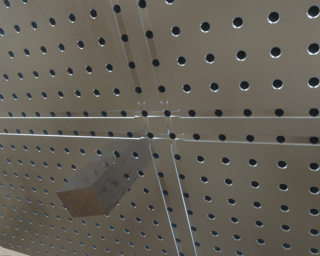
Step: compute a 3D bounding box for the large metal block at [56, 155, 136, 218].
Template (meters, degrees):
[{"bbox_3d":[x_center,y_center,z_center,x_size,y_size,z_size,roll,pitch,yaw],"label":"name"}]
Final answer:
[{"bbox_3d":[-0.098,0.091,0.484,0.080,0.080,0.050,-16,110,34],"label":"large metal block"}]
